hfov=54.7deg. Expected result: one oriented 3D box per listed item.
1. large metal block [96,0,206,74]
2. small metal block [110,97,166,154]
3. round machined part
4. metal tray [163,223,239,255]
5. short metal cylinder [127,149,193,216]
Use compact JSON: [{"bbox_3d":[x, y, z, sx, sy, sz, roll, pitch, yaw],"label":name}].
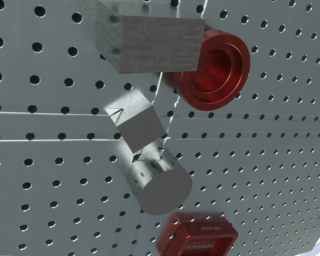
[{"bbox_3d":[-0.014,-0.093,0.311,0.081,0.080,0.050,-7,122,-25],"label":"large metal block"},{"bbox_3d":[-0.027,-0.003,0.395,0.050,0.025,0.050,-32,129,-8],"label":"small metal block"},{"bbox_3d":[0.060,-0.074,0.387,0.099,0.042,0.097,-14,124,-21],"label":"round machined part"},{"bbox_3d":[0.078,0.225,0.589,0.131,0.030,0.089,11,113,-33],"label":"metal tray"},{"bbox_3d":[-0.001,0.077,0.442,0.081,0.050,0.079,-14,124,-21],"label":"short metal cylinder"}]
